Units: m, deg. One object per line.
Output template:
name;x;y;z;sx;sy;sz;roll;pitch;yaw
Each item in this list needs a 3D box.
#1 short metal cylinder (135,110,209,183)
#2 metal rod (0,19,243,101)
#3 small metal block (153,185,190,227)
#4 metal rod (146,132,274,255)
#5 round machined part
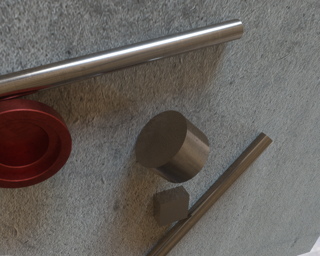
short metal cylinder;0.015;0.024;0.396;0.080;0.080;0.050;-48;129;5
metal rod;-0.040;-0.077;0.338;0.302;0.025;0.025;-19;126;-18
small metal block;0.018;0.125;0.496;0.050;0.025;0.050;-12;124;-22
metal rod;0.080;0.126;0.531;0.299;0.025;0.025;-48;129;6
round machined part;-0.146;0.012;0.321;0.099;0.042;0.097;-16;130;-20
